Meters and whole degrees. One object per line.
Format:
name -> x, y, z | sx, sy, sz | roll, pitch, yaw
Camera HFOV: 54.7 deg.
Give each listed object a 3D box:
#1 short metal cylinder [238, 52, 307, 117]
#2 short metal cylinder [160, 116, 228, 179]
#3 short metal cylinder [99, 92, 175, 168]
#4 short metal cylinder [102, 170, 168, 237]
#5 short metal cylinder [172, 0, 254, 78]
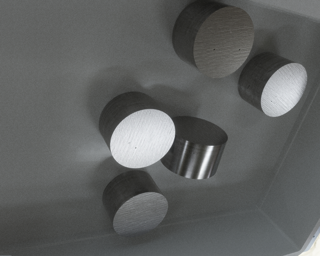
short metal cylinder -> 0.160, -0.063, 0.444 | 0.081, 0.050, 0.079 | -14, 125, -21
short metal cylinder -> 0.044, 0.024, 0.414 | 0.081, 0.080, 0.050 | -2, 119, -28
short metal cylinder -> -0.029, 0.002, 0.378 | 0.081, 0.050, 0.079 | -13, 124, -20
short metal cylinder -> -0.036, 0.107, 0.441 | 0.081, 0.050, 0.079 | -14, 125, -21
short metal cylinder -> 0.062, -0.105, 0.363 | 0.081, 0.050, 0.079 | -14, 125, -21
